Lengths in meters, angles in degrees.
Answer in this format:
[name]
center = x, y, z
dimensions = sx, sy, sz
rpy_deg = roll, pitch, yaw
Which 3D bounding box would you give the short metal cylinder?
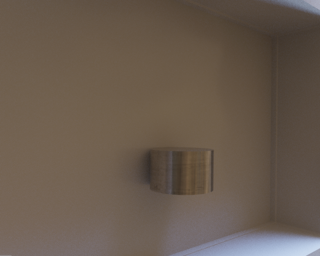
[short metal cylinder]
center = 0.027, 0.052, 0.393
dimensions = 0.081, 0.080, 0.050
rpy_deg = 1, 90, -40
